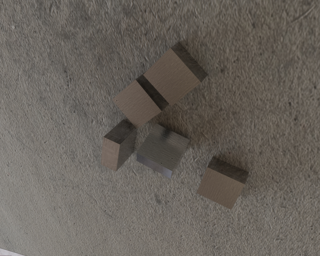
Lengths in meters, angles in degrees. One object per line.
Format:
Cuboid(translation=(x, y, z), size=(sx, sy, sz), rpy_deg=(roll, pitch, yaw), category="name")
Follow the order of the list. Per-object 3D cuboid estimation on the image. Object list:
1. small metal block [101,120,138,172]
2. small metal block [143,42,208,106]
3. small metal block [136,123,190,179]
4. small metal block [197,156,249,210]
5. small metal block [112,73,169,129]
Cuboid(translation=(-0.057, 0.024, 0.436), size=(0.025, 0.050, 0.050), rpy_deg=(23, 127, 14), category="small metal block")
Cuboid(translation=(0.018, -0.062, 0.359), size=(0.050, 0.025, 0.050), rpy_deg=(48, 129, -6), category="small metal block")
Cuboid(translation=(0.004, 0.029, 0.403), size=(0.050, 0.050, 0.025), rpy_deg=(26, 151, 11), category="small metal block")
Cuboid(translation=(0.082, 0.073, 0.409), size=(0.050, 0.025, 0.050), rpy_deg=(24, 127, 13), category="small metal block")
Cuboid(translation=(-0.025, -0.034, 0.399), size=(0.050, 0.025, 0.050), rpy_deg=(-33, 100, 38), category="small metal block")
